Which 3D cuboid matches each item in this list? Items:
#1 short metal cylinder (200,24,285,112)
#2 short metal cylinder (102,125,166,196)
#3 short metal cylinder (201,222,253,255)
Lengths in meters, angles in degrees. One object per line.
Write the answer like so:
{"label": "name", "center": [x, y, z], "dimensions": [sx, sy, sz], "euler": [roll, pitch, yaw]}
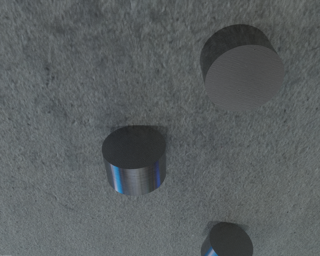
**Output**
{"label": "short metal cylinder", "center": [0.087, -0.065, 0.337], "dimensions": [0.081, 0.050, 0.079], "euler": [0, 130, 0]}
{"label": "short metal cylinder", "center": [-0.032, 0.041, 0.406], "dimensions": [0.081, 0.080, 0.050], "euler": [-1, 130, 0]}
{"label": "short metal cylinder", "center": [0.120, 0.219, 0.560], "dimensions": [0.081, 0.080, 0.050], "euler": [10, 129, -9]}
